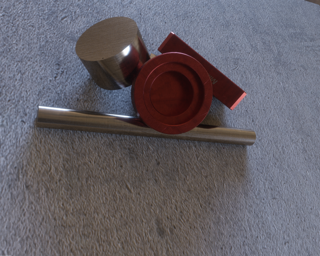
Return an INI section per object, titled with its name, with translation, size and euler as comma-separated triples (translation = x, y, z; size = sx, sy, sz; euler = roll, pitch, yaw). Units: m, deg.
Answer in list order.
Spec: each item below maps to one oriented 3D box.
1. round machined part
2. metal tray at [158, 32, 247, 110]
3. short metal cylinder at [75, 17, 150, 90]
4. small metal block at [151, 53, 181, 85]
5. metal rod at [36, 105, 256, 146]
[round machined part]
translation = 0.012, -0.043, 0.387
size = 0.099, 0.042, 0.097
euler = -2, 97, -16
[metal tray]
translation = 0.061, -0.083, 0.452
size = 0.130, 0.030, 0.090
euler = 39, 13, -2
[short metal cylinder]
translation = -0.058, -0.094, 0.390
size = 0.080, 0.050, 0.080
euler = -10, 52, 13
[small metal block]
translation = -0.002, -0.069, 0.428
size = 0.050, 0.050, 0.025
euler = 21, 54, -16
[metal rod]
translation = 0.001, 0.001, 0.405
size = 0.302, 0.025, 0.025
euler = 6, 59, -25
